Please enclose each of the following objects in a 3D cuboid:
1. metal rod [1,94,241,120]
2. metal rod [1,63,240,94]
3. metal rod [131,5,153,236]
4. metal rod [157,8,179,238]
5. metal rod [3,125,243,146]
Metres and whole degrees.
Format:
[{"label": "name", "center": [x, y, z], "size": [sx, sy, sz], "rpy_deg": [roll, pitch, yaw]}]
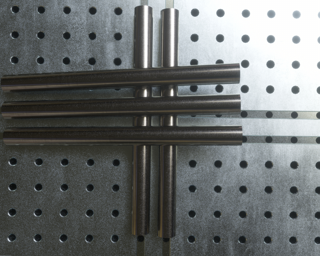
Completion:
[{"label": "metal rod", "center": [-0.054, -0.026, 0.392], "size": [0.302, 0.025, 0.025], "rpy_deg": [-1, 90, 7]}, {"label": "metal rod", "center": [-0.054, -0.062, 0.392], "size": [0.302, 0.025, 0.025], "rpy_deg": [-1, 90, 7]}, {"label": "metal rod", "center": [-0.024, -0.010, 0.413], "size": [0.025, 0.025, 0.298], "rpy_deg": [1, 90, -1]}, {"label": "metal rod", "center": [0.011, -0.006, 0.414], "size": [0.025, 0.025, 0.298], "rpy_deg": [1, 90, -1]}, {"label": "metal rod", "center": [-0.052, 0.010, 0.392], "size": [0.302, 0.025, 0.025], "rpy_deg": [0, 90, 8]}]
